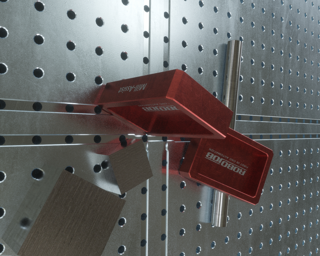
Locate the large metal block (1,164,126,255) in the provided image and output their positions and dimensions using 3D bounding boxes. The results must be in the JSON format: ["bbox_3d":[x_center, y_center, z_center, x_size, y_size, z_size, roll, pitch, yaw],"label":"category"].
[{"bbox_3d":[-0.095,0.092,0.315,0.080,0.050,0.080,38,67,-34],"label":"large metal block"}]

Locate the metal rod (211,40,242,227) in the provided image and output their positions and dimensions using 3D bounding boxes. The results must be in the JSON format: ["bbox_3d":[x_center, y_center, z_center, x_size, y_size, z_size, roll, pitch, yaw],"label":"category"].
[{"bbox_3d":[0.109,0.006,0.503,0.025,0.025,0.298,10,83,-40],"label":"metal rod"}]

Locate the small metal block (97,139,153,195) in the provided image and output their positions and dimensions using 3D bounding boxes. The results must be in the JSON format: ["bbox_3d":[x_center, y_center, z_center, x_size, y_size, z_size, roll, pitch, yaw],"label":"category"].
[{"bbox_3d":[-0.041,0.045,0.377,0.050,0.025,0.050,-26,106,-37],"label":"small metal block"}]

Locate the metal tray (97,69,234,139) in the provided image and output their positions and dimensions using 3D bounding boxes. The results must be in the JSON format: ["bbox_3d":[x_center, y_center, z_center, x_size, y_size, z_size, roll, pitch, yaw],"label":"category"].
[{"bbox_3d":[0.002,-0.021,0.344,0.090,0.130,0.030,32,70,-36],"label":"metal tray"}]

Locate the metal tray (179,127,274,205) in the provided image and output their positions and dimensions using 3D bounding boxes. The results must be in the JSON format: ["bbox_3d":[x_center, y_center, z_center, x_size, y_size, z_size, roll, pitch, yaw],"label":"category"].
[{"bbox_3d":[0.103,0.052,0.467,0.131,0.030,0.090,26,78,-21],"label":"metal tray"}]
